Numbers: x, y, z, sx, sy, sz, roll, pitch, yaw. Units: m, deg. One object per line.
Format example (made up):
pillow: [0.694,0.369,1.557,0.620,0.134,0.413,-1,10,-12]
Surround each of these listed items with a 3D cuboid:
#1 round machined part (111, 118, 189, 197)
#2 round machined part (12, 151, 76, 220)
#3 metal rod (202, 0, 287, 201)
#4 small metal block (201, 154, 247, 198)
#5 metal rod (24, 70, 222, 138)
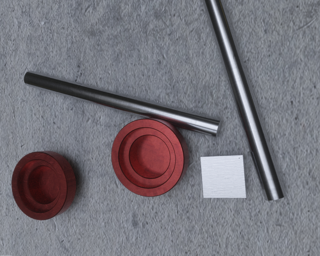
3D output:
round machined part: [-0.010,0.036,0.402,0.098,0.042,0.097,1,93,20]
round machined part: [-0.165,0.082,0.458,0.098,0.042,0.097,0,90,20]
metal rod: [0.094,-0.062,0.375,0.025,0.025,0.299,-18,84,19]
small metal block: [0.079,0.058,0.381,0.050,0.025,0.050,-5,89,19]
metal rod: [-0.064,-0.038,0.431,0.301,0.025,0.025,16,95,19]
